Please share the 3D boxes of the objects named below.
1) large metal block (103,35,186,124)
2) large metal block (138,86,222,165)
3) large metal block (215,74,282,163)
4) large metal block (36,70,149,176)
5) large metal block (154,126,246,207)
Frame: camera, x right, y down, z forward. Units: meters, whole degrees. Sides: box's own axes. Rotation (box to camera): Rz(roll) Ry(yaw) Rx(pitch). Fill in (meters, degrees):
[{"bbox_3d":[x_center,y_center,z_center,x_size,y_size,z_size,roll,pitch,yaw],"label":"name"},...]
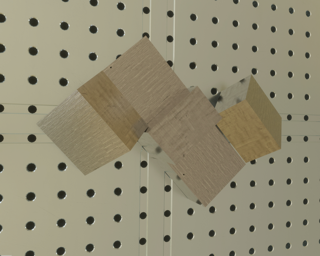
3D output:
[{"bbox_3d":[-0.029,-0.054,0.388,0.080,0.050,0.080,-43,104,-14],"label":"large metal block"},{"bbox_3d":[0.016,-0.004,0.389,0.080,0.080,0.050,-44,105,-15],"label":"large metal block"},{"bbox_3d":[0.121,-0.014,0.421,0.080,0.050,0.080,51,35,-14],"label":"large metal block"},{"bbox_3d":[-0.075,-0.004,0.348,0.080,0.080,0.050,51,36,-13],"label":"large metal block"},{"bbox_3d":[0.053,0.045,0.418,0.080,0.050,0.080,-43,102,-15],"label":"large metal block"}]
